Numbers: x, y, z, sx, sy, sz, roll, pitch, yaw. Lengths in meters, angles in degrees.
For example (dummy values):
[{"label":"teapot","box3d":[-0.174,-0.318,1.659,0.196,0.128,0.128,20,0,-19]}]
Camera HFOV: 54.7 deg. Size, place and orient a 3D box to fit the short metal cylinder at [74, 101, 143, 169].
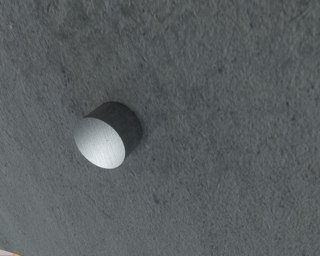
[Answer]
[{"label":"short metal cylinder","box3d":[-0.071,0.010,0.432,0.080,0.050,0.079,13,124,20]}]
